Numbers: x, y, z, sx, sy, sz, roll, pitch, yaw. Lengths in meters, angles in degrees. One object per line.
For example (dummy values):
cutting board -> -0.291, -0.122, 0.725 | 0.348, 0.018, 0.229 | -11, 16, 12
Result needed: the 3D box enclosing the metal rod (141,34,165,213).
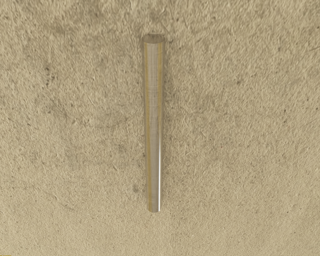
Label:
metal rod -> -0.008, 0.019, 0.424 | 0.025, 0.025, 0.298 | 0, 130, -1
